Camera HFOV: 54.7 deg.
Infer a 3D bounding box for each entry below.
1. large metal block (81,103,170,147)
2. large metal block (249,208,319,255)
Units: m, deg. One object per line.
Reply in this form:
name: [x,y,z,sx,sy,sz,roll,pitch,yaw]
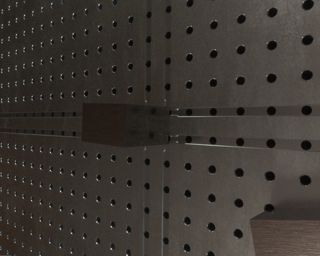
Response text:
large metal block: [-0.045,-0.005,0.408,0.080,0.081,0.050,5,93,39]
large metal block: [0.136,0.118,0.280,0.080,0.050,0.080,-13,82,39]
